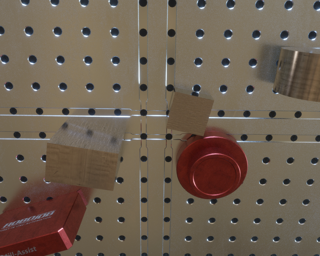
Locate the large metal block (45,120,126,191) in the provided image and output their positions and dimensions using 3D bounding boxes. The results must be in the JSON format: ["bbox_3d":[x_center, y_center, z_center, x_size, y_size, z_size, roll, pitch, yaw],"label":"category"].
[{"bbox_3d":[-0.091,0.032,0.395,0.081,0.080,0.050,9,110,-4],"label":"large metal block"}]

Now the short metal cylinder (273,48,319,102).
[{"bbox_3d":[0.179,-0.065,0.362,0.081,0.080,0.050,4,110,-2],"label":"short metal cylinder"}]

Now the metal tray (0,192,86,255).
[{"bbox_3d":[-0.177,0.140,0.428,0.131,0.090,0.030,-17,109,6],"label":"metal tray"}]

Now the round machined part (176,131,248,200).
[{"bbox_3d":[0.072,0.057,0.426,0.099,0.042,0.097,0,110,0],"label":"round machined part"}]

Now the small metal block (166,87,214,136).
[{"bbox_3d":[0.038,-0.021,0.406,0.050,0.025,0.050,12,110,-5],"label":"small metal block"}]
